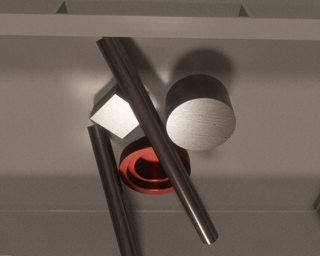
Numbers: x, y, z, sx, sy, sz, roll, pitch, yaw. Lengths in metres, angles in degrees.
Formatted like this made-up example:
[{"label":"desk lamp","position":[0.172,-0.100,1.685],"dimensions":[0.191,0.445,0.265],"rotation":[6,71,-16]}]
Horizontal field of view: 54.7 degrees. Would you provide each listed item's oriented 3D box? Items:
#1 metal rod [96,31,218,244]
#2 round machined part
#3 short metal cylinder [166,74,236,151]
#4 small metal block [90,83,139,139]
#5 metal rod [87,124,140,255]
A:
[{"label":"metal rod","position":[0.006,0.028,0.380],"dimensions":[0.025,0.025,0.299],"rotation":[-21,111,16]},{"label":"round machined part","position":[-0.007,0.048,0.439],"dimensions":[0.099,0.042,0.097],"rotation":[-1,130,0]},{"label":"short metal cylinder","position":[0.048,-0.018,0.378],"dimensions":[0.081,0.050,0.079],"rotation":[-1,130,0]},{"label":"small metal block","position":[-0.051,-0.021,0.391],"dimensions":[0.050,0.025,0.050],"rotation":[35,121,-27]},{"label":"metal rod","position":[-0.050,0.140,0.427],"dimensions":[0.025,0.025,0.298],"rotation":[-12,98,9]}]
